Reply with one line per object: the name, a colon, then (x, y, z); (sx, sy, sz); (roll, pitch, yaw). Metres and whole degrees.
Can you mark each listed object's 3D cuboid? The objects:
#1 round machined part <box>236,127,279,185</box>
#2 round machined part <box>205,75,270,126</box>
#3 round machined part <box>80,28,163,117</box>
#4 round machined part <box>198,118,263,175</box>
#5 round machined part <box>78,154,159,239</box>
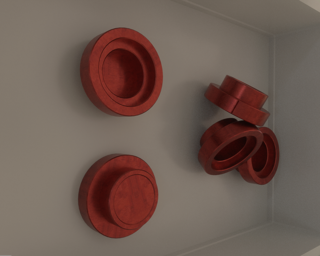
round machined part: (0.161, 0.046, 0.534); (0.099, 0.042, 0.097); (0, 90, -40)
round machined part: (0.118, -0.045, 0.456); (0.099, 0.098, 0.042); (13, 111, -40)
round machined part: (-0.047, -0.062, 0.358); (0.099, 0.042, 0.097); (0, 90, -40)
round machined part: (0.099, 0.023, 0.459); (0.099, 0.042, 0.097); (-20, 143, -15)
round machined part: (-0.041, 0.080, 0.363); (0.099, 0.042, 0.097); (0, 90, -40)
